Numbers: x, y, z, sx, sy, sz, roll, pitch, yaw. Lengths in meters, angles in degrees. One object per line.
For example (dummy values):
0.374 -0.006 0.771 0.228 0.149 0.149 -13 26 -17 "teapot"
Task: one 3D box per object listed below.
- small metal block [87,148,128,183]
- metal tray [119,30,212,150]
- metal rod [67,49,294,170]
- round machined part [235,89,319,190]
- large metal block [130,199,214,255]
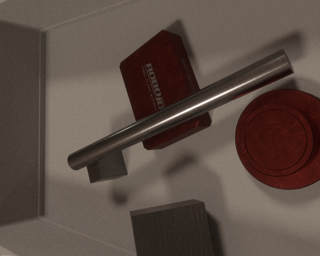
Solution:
-0.080 0.050 0.454 0.025 0.050 0.050 -26 74 37 "small metal block"
0.003 -0.046 0.400 0.090 0.030 0.129 -28 73 36 "metal tray"
0.000 -0.007 0.359 0.300 0.025 0.025 -25 75 29 "metal rod"
0.117 0.011 0.298 0.098 0.042 0.097 0 90 39 "round machined part"
0.013 0.130 0.350 0.050 0.081 0.080 129 132 -78 "large metal block"
